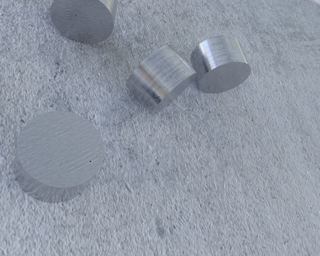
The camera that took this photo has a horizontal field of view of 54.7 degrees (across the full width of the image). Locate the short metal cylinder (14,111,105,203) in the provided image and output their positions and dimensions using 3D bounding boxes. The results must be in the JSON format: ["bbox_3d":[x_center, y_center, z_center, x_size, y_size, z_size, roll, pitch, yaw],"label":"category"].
[{"bbox_3d":[-0.102,0.030,0.314,0.081,0.050,0.080,14,56,-21],"label":"short metal cylinder"}]

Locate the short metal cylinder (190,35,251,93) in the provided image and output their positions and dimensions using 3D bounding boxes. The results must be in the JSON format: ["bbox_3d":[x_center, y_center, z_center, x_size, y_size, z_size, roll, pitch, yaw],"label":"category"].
[{"bbox_3d":[0.092,-0.096,0.476,0.081,0.080,0.050,0,62,-28],"label":"short metal cylinder"}]

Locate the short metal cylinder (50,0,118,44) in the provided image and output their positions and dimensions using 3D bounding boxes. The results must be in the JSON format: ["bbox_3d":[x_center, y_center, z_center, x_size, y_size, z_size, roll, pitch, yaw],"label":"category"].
[{"bbox_3d":[-0.099,-0.160,0.413,0.081,0.080,0.050,15,56,-20],"label":"short metal cylinder"}]

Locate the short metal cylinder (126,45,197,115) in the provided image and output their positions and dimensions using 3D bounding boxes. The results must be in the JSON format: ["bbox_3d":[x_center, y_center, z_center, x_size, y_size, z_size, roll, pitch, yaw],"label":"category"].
[{"bbox_3d":[0.002,-0.062,0.408,0.050,0.080,0.080,48,51,5],"label":"short metal cylinder"}]
